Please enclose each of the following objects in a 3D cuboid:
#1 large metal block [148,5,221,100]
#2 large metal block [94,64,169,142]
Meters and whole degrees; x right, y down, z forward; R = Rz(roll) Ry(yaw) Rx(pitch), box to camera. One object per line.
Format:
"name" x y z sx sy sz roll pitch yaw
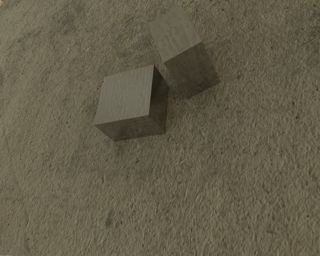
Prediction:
"large metal block" 0.033 -0.099 0.412 0.050 0.080 0.080 -27 52 11
"large metal block" -0.037 -0.033 0.427 0.080 0.050 0.080 -9 58 23
